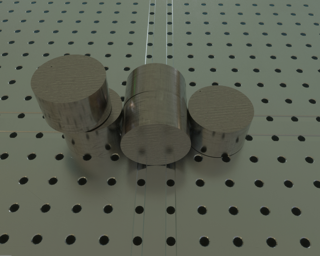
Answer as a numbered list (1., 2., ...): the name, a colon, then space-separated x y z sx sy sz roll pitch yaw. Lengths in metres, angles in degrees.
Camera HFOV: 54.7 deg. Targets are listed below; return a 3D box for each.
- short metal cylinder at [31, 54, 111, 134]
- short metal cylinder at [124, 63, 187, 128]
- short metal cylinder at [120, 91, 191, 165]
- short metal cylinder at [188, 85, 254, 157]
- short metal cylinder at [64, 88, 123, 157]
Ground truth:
1. short metal cylinder: -0.099 -0.040 0.357 0.081 0.050 0.080 0 50 0
2. short metal cylinder: -0.006 -0.037 0.403 0.081 0.080 0.050 1 51 0
3. short metal cylinder: -0.005 0.002 0.370 0.081 0.080 0.050 -1 50 -1
4. short metal cylinder: 0.075 -0.009 0.399 0.081 0.050 0.080 0 50 0
5. short metal cylinder: -0.087 -0.010 0.399 0.081 0.050 0.080 0 50 0
